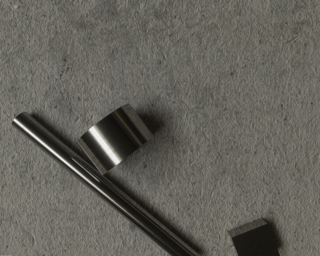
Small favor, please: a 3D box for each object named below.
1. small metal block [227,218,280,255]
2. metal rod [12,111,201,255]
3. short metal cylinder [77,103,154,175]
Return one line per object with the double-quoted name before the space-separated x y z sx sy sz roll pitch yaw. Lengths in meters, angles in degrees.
"small metal block" 0.124 0.155 0.411 0.050 0.025 0.050 -21 90 0
"metal rod" -0.070 0.083 0.409 0.300 0.025 0.025 39 90 0
"short metal cylinder" -0.054 0.014 0.382 0.080 0.080 0.050 -38 90 0
